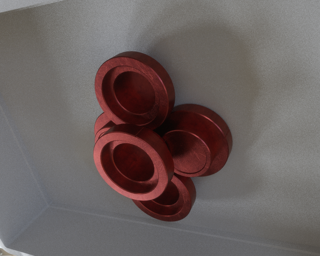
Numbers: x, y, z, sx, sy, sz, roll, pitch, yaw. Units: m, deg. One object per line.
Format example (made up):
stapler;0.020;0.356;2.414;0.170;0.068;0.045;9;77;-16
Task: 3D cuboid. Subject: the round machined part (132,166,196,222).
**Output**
round machined part;0.005;0.082;0.442;0.098;0.042;0.097;13;124;20

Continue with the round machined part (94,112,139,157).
round machined part;-0.051;0.019;0.432;0.098;0.042;0.097;13;124;20

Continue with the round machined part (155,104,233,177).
round machined part;0.037;0.022;0.388;0.098;0.042;0.097;13;124;20

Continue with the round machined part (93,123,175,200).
round machined part;-0.028;0.037;0.376;0.098;0.042;0.097;13;124;20

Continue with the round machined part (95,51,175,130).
round machined part;-0.027;-0.046;0.379;0.098;0.042;0.097;13;124;20
